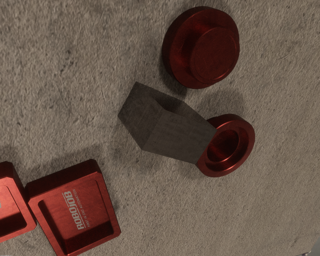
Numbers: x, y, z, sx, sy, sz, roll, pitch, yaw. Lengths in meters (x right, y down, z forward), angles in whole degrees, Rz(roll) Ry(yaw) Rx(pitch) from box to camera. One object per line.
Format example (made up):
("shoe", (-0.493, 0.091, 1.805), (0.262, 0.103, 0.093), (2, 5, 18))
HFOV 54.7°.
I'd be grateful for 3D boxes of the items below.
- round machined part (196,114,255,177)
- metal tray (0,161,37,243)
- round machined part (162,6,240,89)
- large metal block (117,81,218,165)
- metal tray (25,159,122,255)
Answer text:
("round machined part", (0.088, 0.022, 0.460), (0.099, 0.042, 0.097), (-14, 125, -21))
("metal tray", (-0.218, 0.099, 0.345), (0.131, 0.030, 0.089), (-19, 126, -18))
("round machined part", (0.055, -0.091, 0.371), (0.099, 0.042, 0.097), (-14, 125, -21))
("large metal block", (0.007, -0.006, 0.373), (0.080, 0.080, 0.050), (19, 108, -36))
("metal tray", (-0.110, 0.112, 0.413), (0.091, 0.030, 0.129), (-21, 127, -16))
